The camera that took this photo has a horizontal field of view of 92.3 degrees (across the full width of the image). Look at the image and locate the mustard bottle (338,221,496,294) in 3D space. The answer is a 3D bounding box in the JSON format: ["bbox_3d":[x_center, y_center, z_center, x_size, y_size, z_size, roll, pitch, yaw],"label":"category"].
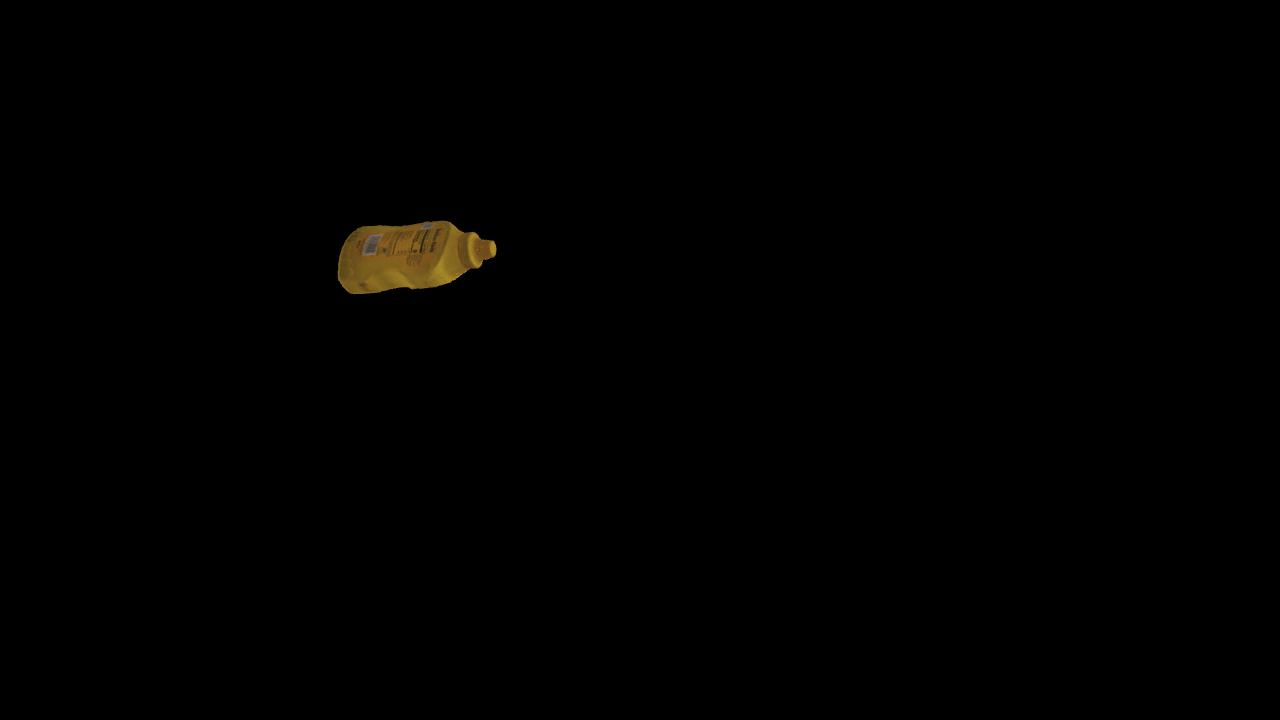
[{"bbox_3d":[-0.257,-0.125,0.726,0.184,0.092,0.054,-3,-39,11],"label":"mustard bottle"}]
